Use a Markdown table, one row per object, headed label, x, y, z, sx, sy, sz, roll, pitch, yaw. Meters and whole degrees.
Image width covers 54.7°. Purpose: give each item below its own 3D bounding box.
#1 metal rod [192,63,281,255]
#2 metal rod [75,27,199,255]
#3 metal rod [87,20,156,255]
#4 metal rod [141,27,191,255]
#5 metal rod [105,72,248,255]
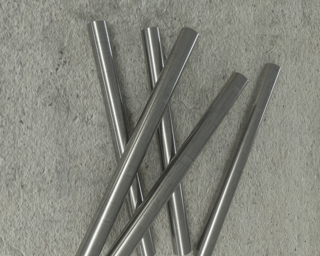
| label | x | y | z | sx | sy | sz | roll | pitch | yaw |
| --- | --- | --- | --- | --- | --- | --- | --- | --- | --- |
| metal rod | 0.114 | 0.044 | 0.450 | 0.025 | 0.025 | 0.299 | 26 | 82 | -18 |
| metal rod | -0.023 | 0.014 | 0.372 | 0.025 | 0.025 | 0.299 | 27 | 81 | -18 |
| metal rod | -0.047 | 0.018 | 0.391 | 0.025 | 0.025 | 0.298 | -13 | 95 | -20 |
| metal rod | 0.009 | 0.020 | 0.412 | 0.025 | 0.025 | 0.298 | -9 | 93 | -20 |
| metal rod | 0.023 | 0.051 | 0.389 | 0.025 | 0.025 | 0.300 | 40 | 77 | -16 |
